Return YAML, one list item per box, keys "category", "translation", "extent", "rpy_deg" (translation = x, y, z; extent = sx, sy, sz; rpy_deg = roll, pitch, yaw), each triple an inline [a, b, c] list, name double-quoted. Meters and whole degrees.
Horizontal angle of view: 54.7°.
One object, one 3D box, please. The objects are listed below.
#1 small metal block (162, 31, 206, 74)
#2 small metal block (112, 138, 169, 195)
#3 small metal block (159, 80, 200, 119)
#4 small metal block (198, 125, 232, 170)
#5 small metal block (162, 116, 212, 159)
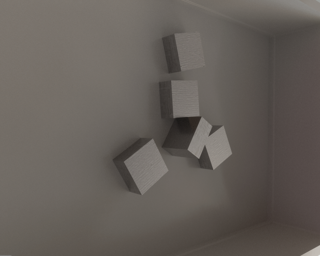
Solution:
- category: "small metal block"
  translation: [0.034, -0.107, 0.437]
  extent: [0.050, 0.025, 0.050]
  rpy_deg: [-19, 103, -39]
- category: "small metal block"
  translation: [-0.023, 0.047, 0.389]
  extent: [0.050, 0.025, 0.050]
  rpy_deg: [-39, 114, -33]
- category: "small metal block"
  translation: [0.027, -0.040, 0.432]
  extent: [0.050, 0.025, 0.050]
  rpy_deg: [-7, 94, -40]
- category: "small metal block"
  translation: [0.080, 0.029, 0.477]
  extent: [0.050, 0.025, 0.050]
  rpy_deg: [-32, 110, -35]
- category: "small metal block"
  translation: [0.037, 0.012, 0.423]
  extent: [0.025, 0.050, 0.050]
  rpy_deg: [39, 66, -34]
